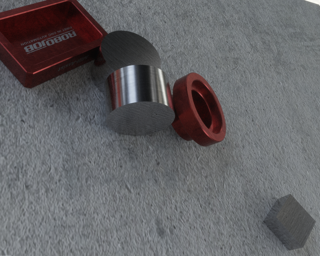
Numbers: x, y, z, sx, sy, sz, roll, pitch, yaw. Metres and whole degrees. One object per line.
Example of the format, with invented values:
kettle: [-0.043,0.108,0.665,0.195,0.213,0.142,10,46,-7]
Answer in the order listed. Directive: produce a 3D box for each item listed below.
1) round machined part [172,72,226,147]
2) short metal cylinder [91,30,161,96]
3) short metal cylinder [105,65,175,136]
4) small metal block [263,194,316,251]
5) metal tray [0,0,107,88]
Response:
round machined part: [0.045,-0.021,0.413,0.098,0.042,0.098,36,42,-40]
short metal cylinder: [-0.046,-0.082,0.413,0.081,0.050,0.080,14,56,-21]
short metal cylinder: [-0.025,-0.031,0.374,0.081,0.080,0.050,6,59,-25]
small metal block: [0.176,0.127,0.421,0.050,0.025,0.050,49,51,6]
metal tray: [-0.139,-0.115,0.395,0.090,0.030,0.131,48,51,5]
